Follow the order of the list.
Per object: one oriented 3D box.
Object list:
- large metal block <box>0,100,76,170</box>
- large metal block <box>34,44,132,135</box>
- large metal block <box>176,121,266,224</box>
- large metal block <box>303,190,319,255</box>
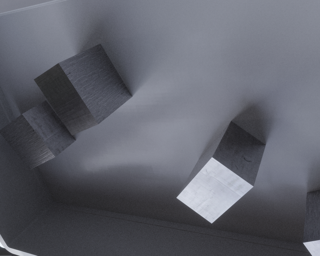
[{"bbox_3d":[-0.200,0.013,0.506,0.080,0.050,0.080,-24,106,36],"label":"large metal block"},{"bbox_3d":[-0.093,-0.050,0.391,0.050,0.080,0.080,-20,108,35],"label":"large metal block"},{"bbox_3d":[0.073,0.051,0.366,0.050,0.080,0.079,36,129,4],"label":"large metal block"},{"bbox_3d":[0.206,0.103,0.328,0.080,0.080,0.050,-29,102,37],"label":"large metal block"}]
